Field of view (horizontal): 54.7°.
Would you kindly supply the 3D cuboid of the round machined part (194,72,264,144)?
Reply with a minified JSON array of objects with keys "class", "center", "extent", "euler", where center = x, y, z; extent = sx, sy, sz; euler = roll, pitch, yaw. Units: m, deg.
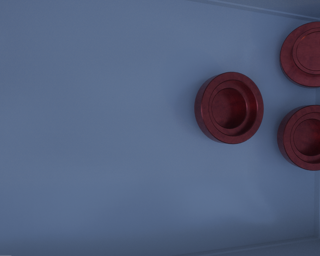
[{"class":"round machined part","center":[0.092,-0.027,0.435],"extent":[0.099,0.042,0.097],"euler":[0,90,-20]}]

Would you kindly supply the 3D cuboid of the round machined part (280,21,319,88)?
[{"class":"round machined part","center":[0.231,-0.109,0.459],"extent":[0.098,0.042,0.097],"euler":[0,91,18]}]

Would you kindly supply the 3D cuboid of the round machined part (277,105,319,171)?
[{"class":"round machined part","center":[0.227,0.014,0.476],"extent":[0.099,0.042,0.097],"euler":[0,92,-4]}]
